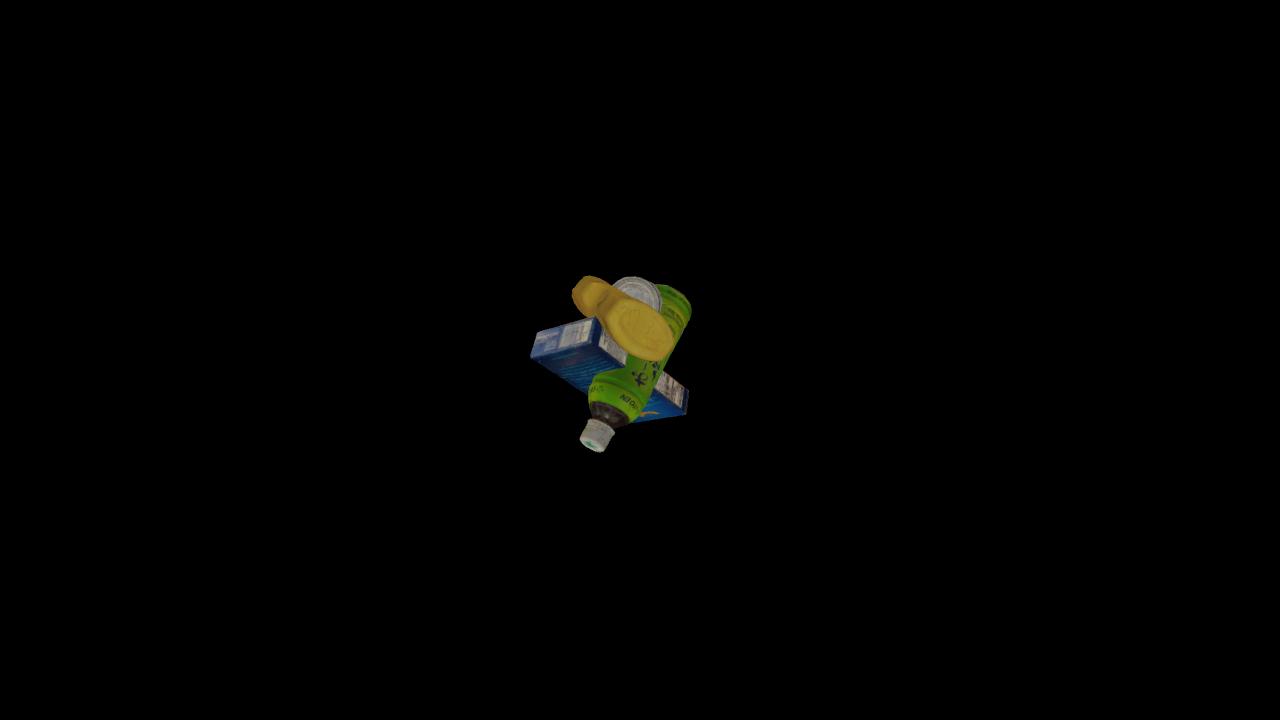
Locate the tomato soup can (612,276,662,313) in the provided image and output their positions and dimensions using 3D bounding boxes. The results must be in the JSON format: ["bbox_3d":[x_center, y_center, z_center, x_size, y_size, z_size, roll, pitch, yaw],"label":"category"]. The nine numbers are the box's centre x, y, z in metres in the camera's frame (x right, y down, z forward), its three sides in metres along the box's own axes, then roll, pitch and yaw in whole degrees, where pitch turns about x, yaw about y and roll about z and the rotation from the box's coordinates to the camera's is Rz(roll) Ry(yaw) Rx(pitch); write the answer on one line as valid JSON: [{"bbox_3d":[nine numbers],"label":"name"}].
[{"bbox_3d":[0.001,-0.065,0.754,0.068,0.068,0.101,0,2,11],"label":"tomato soup can"}]

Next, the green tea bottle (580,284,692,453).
[{"bbox_3d":[-0.008,0.010,0.713,0.073,0.212,0.073,21,-26,11],"label":"green tea bottle"}]

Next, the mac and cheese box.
[{"bbox_3d":[-0.031,0.018,0.728,0.093,0.041,0.184,-14,-36,35],"label":"mac and cheese box"}]

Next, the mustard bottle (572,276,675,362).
[{"bbox_3d":[-0.035,-0.059,0.717,0.092,0.054,0.184,30,4,-31],"label":"mustard bottle"}]
